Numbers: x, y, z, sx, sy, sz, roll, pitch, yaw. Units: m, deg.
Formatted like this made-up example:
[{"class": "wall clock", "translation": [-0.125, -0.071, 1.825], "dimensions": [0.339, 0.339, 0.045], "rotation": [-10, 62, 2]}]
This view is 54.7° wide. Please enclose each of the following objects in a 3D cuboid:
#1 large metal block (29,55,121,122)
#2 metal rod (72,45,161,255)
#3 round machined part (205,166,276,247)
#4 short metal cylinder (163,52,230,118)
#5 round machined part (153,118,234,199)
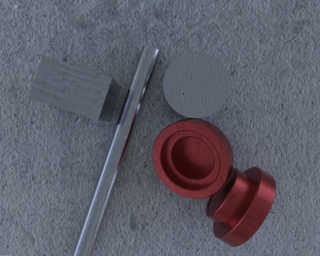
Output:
[{"class": "large metal block", "translation": [-0.099, -0.045, 0.382], "dimensions": [0.080, 0.080, 0.050], "rotation": [18, 90, 0]}, {"class": "metal rod", "translation": [-0.059, 0.037, 0.409], "dimensions": [0.025, 0.025, 0.299], "rotation": [19, 90, 0]}, {"class": "round machined part", "translation": [0.091, 0.088, 0.374], "dimensions": [0.042, 0.098, 0.098], "rotation": [32, 90, 0]}, {"class": "short metal cylinder", "translation": [0.044, -0.051, 0.397], "dimensions": [0.081, 0.050, 0.080], "rotation": [0, 90, 0]}, {"class": "round machined part", "translation": [0.044, 0.035, 0.388], "dimensions": [0.098, 0.042, 0.097], "rotation": [7, 106, 25]}]
